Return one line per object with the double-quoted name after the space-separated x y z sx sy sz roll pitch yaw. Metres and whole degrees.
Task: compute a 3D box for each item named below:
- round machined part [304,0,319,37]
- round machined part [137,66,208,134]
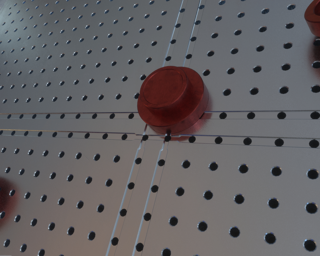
0.220 -0.132 0.347 0.098 0.042 0.098 -31 26 18 "round machined part"
0.012 -0.045 0.419 0.098 0.042 0.098 -13 56 21 "round machined part"
